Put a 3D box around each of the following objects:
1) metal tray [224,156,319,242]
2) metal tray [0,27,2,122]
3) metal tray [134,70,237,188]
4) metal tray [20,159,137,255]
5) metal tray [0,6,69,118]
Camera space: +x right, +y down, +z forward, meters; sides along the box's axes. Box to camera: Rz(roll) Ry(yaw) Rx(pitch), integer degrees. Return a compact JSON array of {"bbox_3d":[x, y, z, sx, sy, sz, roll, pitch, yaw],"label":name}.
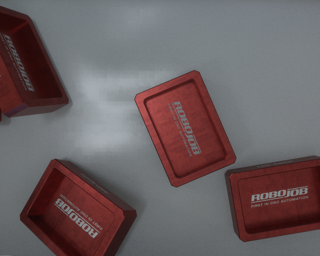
[{"bbox_3d":[0.159,0.092,0.409,0.131,0.030,0.089,-10,90,0],"label":"metal tray"},{"bbox_3d":[-0.246,-0.069,0.377,0.030,0.091,0.129,1,90,40],"label":"metal tray"},{"bbox_3d":[0.033,0.001,0.408,0.090,0.030,0.129,-23,90,0],"label":"metal tray"},{"bbox_3d":[-0.103,0.107,0.378,0.130,0.030,0.090,29,89,27],"label":"metal tray"},{"bbox_3d":[-0.171,-0.080,0.375,0.030,0.090,0.129,-25,90,16],"label":"metal tray"}]
